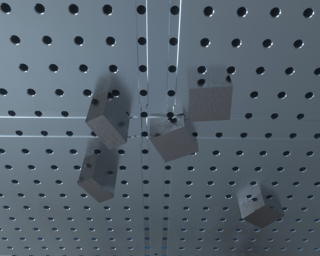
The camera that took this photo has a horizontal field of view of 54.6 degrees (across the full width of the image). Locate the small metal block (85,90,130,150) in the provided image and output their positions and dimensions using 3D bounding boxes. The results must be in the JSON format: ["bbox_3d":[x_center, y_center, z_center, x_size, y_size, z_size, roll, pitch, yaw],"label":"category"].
[{"bbox_3d":[-0.063,-0.010,0.386,0.025,0.050,0.050,-22,127,18],"label":"small metal block"}]

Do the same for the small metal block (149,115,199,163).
[{"bbox_3d":[0.020,0.015,0.425,0.050,0.025,0.050,-20,127,16],"label":"small metal block"}]

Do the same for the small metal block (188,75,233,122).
[{"bbox_3d":[0.061,-0.036,0.382,0.050,0.025,0.050,-3,130,2],"label":"small metal block"}]

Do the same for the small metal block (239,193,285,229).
[{"bbox_3d":[0.175,0.143,0.535,0.050,0.025,0.050,30,124,-23],"label":"small metal block"}]

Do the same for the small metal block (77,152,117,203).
[{"bbox_3d":[-0.090,0.073,0.456,0.025,0.050,0.050,-24,126,19],"label":"small metal block"}]
